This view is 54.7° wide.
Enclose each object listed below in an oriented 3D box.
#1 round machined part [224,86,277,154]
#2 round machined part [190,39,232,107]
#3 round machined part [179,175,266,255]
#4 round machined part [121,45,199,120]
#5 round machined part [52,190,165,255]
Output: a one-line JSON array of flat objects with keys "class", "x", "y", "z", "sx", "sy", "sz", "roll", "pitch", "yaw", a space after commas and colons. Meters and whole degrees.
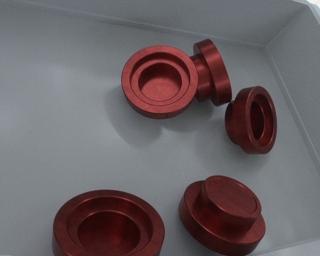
[{"class": "round machined part", "x": 0.130, "y": -0.010, "z": 0.453, "sx": 0.099, "sy": 0.042, "sz": 0.097, "roll": 6, "pitch": 81, "yaw": -47}, {"class": "round machined part", "x": 0.066, "y": -0.076, "z": 0.453, "sx": 0.042, "sy": 0.098, "sz": 0.098, "roll": -21, "pitch": 69, "yaw": 2}, {"class": "round machined part", "x": 0.074, "y": 0.091, "z": 0.352, "sx": 0.099, "sy": 0.042, "sz": 0.098, "roll": 16, "pitch": 27, "yaw": -8}, {"class": "round machined part", "x": 0.000, "y": -0.057, "z": 0.412, "sx": 0.099, "sy": 0.042, "sz": 0.098, "roll": 0, "pitch": 71, "yaw": 0}, {"class": "round machined part", "x": -0.048, "y": 0.104, "z": 0.286, "sx": 0.099, "sy": 0.042, "sz": 0.098, "roll": 11, "pitch": 24, "yaw": -5}]
